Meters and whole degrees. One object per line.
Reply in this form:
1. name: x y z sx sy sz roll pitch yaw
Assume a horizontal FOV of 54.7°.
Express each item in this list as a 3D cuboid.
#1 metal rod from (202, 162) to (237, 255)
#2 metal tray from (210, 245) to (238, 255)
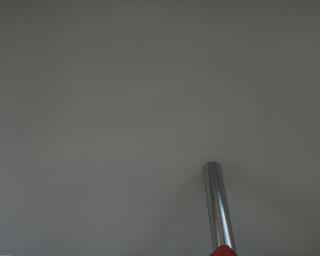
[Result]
1. metal rod: 0.070 0.159 0.310 0.025 0.300 0.025 0 135 0
2. metal tray: 0.040 0.179 0.265 0.130 0.090 0.030 -38 131 -8
